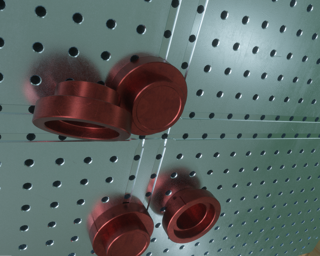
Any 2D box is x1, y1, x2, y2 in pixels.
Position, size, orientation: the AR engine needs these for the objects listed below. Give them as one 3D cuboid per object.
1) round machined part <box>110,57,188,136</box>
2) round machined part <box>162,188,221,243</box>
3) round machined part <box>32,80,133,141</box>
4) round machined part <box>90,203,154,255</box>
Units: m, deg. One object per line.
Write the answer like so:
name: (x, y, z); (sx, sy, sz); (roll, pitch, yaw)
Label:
round machined part: (-0.009, -0.033, 0.374); (0.099, 0.042, 0.097); (-14, 124, -21)
round machined part: (0.047, 0.139, 0.511); (0.099, 0.042, 0.097); (-14, 124, -21)
round machined part: (-0.077, -0.017, 0.324); (0.099, 0.098, 0.042); (16, 72, -35)
round machined part: (-0.054, 0.166, 0.473); (0.099, 0.042, 0.097); (-14, 124, -21)
